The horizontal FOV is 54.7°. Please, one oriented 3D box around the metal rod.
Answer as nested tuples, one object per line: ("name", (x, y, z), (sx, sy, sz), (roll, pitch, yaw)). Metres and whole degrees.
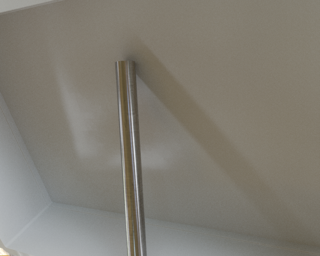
("metal rod", (-0.035, 0.067, 0.392), (0.025, 0.025, 0.298), (-1, 94, 28))
